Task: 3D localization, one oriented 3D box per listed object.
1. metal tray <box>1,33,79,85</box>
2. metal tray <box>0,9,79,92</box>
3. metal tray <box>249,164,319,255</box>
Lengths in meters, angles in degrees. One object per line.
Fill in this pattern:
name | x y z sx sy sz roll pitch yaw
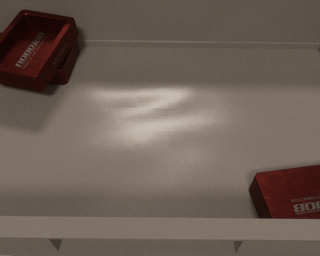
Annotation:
metal tray | -0.205 -0.112 0.493 0.131 0.030 0.090 3 50 2
metal tray | -0.188 -0.117 0.454 0.090 0.030 0.130 12 56 8
metal tray | 0.174 0.086 0.332 0.131 0.030 0.090 -6 50 -6
